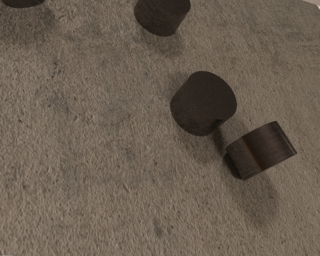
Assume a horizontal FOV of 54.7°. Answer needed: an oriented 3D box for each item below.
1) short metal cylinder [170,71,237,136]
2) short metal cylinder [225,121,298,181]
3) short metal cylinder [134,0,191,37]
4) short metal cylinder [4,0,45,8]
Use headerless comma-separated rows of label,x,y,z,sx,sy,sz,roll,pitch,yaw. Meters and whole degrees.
short metal cylinder,0.062,-0.035,0.444,0.081,0.050,0.080,14,56,-21
short metal cylinder,0.138,0.032,0.425,0.081,0.080,0.050,-16,70,-35
short metal cylinder,0.003,-0.200,0.513,0.081,0.050,0.080,14,56,-21
short metal cylinder,-0.179,-0.203,0.397,0.081,0.080,0.050,-30,79,-38
